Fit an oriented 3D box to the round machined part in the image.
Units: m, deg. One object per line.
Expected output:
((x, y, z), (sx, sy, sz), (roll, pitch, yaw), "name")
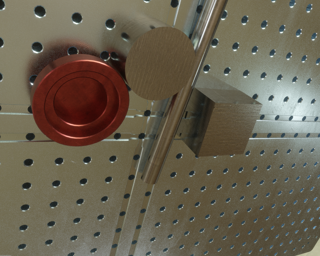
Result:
((-0.087, -0.032, 0.333), (0.099, 0.042, 0.097), (-14, 124, -21), "round machined part")

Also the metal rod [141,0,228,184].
((0.032, -0.056, 0.393), (0.025, 0.025, 0.298), (6, 115, -31), "metal rod")

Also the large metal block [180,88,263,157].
((0.084, -0.008, 0.436), (0.081, 0.050, 0.079), (0, 119, -28), "large metal block")

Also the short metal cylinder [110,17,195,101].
((-0.009, -0.077, 0.342), (0.081, 0.050, 0.079), (-14, 124, -21), "short metal cylinder")
